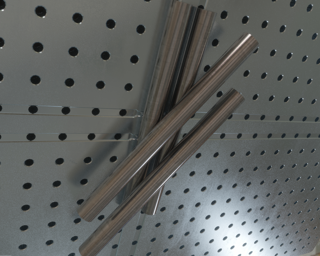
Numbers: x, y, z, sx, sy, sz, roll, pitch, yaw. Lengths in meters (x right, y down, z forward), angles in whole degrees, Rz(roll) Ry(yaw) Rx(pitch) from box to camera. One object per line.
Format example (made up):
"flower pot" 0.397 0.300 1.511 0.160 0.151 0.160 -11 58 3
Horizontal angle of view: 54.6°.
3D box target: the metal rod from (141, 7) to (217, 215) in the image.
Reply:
"metal rod" 0.018 -0.005 0.418 0.025 0.025 0.298 1 118 -29

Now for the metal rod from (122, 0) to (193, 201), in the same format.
"metal rod" -0.012 -0.007 0.400 0.025 0.025 0.298 1 118 -29

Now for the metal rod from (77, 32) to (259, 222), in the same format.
"metal rod" 0.007 0.002 0.384 0.300 0.025 0.025 -46 129 4

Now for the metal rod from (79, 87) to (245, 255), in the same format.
"metal rod" 0.000 0.064 0.417 0.300 0.025 0.025 -47 129 4
